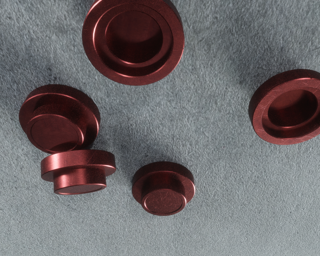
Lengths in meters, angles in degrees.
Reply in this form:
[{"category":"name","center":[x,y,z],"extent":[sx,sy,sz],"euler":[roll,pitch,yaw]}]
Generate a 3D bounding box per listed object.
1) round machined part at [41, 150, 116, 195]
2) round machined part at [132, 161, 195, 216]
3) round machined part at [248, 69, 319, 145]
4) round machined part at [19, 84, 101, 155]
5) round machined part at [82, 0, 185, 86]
[{"category":"round machined part","center":[-0.109,0.064,0.421],"extent":[0.099,0.042,0.098],"euler":[-8,160,-3]},{"category":"round machined part","center":[0.005,0.100,0.481],"extent":[0.099,0.042,0.097],"euler":[0,130,0]},{"category":"round machined part","center":[0.156,-0.029,0.373],"extent":[0.099,0.042,0.097],"euler":[0,130,0]},{"category":"round machined part","center":[-0.128,-0.003,0.392],"extent":[0.099,0.042,0.097],"euler":[0,130,0]},{"category":"round machined part","center":[-0.025,-0.095,0.315],"extent":[0.099,0.042,0.097],"euler":[0,130,0]}]
